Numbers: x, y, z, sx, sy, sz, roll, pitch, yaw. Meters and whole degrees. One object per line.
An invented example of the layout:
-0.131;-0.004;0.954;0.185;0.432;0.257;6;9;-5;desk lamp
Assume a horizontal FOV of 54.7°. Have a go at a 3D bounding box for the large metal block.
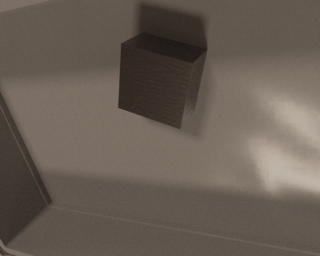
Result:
0.001;-0.056;0.356;0.080;0.050;0.079;19;126;16;large metal block
